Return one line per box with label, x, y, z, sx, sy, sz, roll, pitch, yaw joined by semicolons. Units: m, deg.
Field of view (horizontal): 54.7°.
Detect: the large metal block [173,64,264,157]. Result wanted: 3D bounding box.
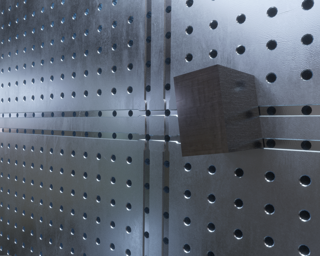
large metal block;0.062;-0.015;0.321;0.050;0.081;0.080;-10;84;39
